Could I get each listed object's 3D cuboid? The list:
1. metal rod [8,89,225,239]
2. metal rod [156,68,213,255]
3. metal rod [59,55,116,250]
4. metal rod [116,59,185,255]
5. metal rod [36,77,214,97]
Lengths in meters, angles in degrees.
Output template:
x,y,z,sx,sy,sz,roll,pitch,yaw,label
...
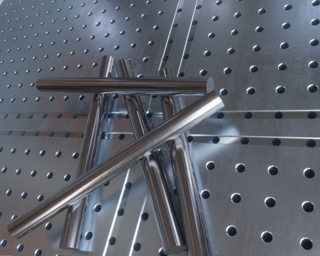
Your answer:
x,y,z,sx,sy,sz,roll,pitch,yaw,label
-0.057,0.047,0.375,0.300,0.025,0.025,-33,52,6,metal rod
0.027,0.044,0.366,0.025,0.025,0.299,-20,54,16,metal rod
-0.098,0.016,0.447,0.025,0.025,0.299,-9,58,23,metal rod
-0.021,0.012,0.410,0.025,0.025,0.299,-27,52,11,metal rod
-0.069,-0.061,0.448,0.300,0.025,0.025,5,64,30,metal rod
